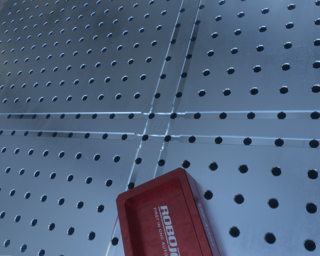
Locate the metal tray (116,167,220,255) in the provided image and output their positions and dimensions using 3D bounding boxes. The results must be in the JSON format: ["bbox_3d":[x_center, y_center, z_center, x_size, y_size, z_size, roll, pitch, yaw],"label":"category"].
[{"bbox_3d":[0.008,0.118,0.329,0.090,0.030,0.130,-26,53,12],"label":"metal tray"}]
